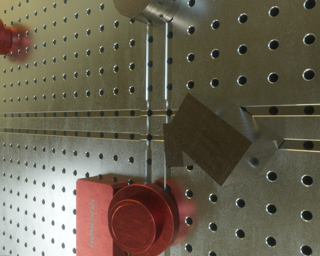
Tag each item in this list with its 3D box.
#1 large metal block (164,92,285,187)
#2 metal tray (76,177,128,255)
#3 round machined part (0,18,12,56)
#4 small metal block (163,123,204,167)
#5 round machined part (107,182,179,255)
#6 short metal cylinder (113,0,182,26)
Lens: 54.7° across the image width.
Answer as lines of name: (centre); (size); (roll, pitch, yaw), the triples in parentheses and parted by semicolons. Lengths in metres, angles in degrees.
large metal block: (0.067, 0.009, 0.318); (0.080, 0.081, 0.050); (43, 116, 31)
metal tray: (-0.092, 0.146, 0.482); (0.090, 0.030, 0.129); (0, 90, 40)
round machined part: (-0.377, -0.205, 0.710); (0.098, 0.042, 0.097); (0, 90, 40)
small metal block: (0.031, 0.019, 0.368); (0.025, 0.050, 0.050); (-7, 86, 40)
round machined part: (-0.028, 0.123, 0.406); (0.098, 0.042, 0.097); (1, 91, 24)
short metal cylinder: (-0.017, -0.180, 0.407); (0.080, 0.050, 0.080); (0, 90, 40)
